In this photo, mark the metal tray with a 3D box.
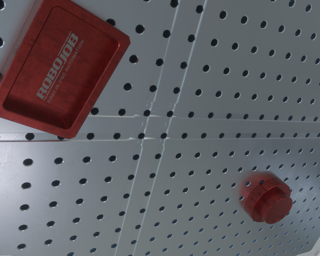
[{"bbox_3d":[-0.101,-0.059,0.315,0.090,0.030,0.129,24,106,-37],"label":"metal tray"}]

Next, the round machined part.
[{"bbox_3d":[0.222,0.151,0.616,0.099,0.042,0.097,-14,124,-21],"label":"round machined part"}]
